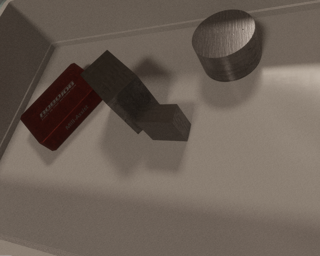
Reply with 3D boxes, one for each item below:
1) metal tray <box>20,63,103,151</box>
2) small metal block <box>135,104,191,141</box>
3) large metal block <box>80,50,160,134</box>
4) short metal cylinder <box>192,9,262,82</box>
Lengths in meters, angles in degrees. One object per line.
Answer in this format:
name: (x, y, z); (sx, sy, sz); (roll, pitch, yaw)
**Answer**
metal tray: (-0.157, -0.037, 0.506); (0.130, 0.030, 0.090); (-49, 52, -7)
small metal block: (0.005, -0.006, 0.389); (0.050, 0.050, 0.025); (1, 63, 28)
large metal block: (-0.051, -0.049, 0.426); (0.050, 0.080, 0.080); (-44, 51, -2)
short metal cylinder: (0.089, -0.108, 0.409); (0.080, 0.050, 0.080); (-13, 56, 20)
